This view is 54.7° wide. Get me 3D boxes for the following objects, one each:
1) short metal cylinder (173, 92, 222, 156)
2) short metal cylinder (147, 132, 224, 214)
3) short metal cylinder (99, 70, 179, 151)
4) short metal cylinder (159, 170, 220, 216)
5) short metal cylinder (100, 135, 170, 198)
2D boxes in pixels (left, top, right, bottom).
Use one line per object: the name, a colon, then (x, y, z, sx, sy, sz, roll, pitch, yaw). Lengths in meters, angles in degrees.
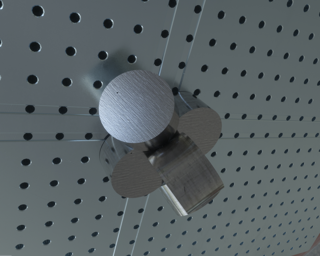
short metal cylinder: (0.034, -0.002, 0.413, 0.081, 0.050, 0.079, -14, 125, -21)
short metal cylinder: (0.029, 0.052, 0.358, 0.050, 0.080, 0.080, -36, 129, -5)
short metal cylinder: (-0.021, -0.018, 0.345, 0.080, 0.080, 0.050, -40, 164, -2)
short metal cylinder: (0.041, 0.079, 0.439, 0.080, 0.080, 0.050, -35, 94, -5)
short metal cylinder: (-0.032, 0.044, 0.405, 0.081, 0.050, 0.079, -14, 125, -21)
